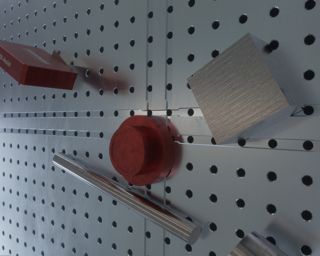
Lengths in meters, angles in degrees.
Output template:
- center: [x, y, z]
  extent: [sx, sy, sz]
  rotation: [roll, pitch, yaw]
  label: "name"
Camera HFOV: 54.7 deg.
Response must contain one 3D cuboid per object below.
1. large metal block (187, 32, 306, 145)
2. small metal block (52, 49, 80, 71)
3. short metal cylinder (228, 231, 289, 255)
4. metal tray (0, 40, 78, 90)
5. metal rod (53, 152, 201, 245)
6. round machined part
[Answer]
- center: [0.087, -0.037, 0.322]
  extent: [0.080, 0.050, 0.080]
  rotation: [-34, 69, 34]
  label: "large metal block"
- center: [-0.176, -0.104, 0.555]
  extent: [0.050, 0.025, 0.050]
  rotation: [46, 118, 30]
  label: "small metal block"
- center: [0.091, 0.148, 0.298]
  extent: [0.050, 0.081, 0.079]
  rotation: [34, 111, 35]
  label: "short metal cylinder"
- center: [-0.208, -0.104, 0.505]
  extent: [0.130, 0.091, 0.030]
  rotation: [34, 111, 34]
  label: "metal tray"
- center: [-0.070, 0.093, 0.466]
  extent: [0.300, 0.025, 0.025]
  rotation: [18, 102, 38]
  label: "metal rod"
- center: [-0.032, 0.031, 0.424]
  extent: [0.098, 0.042, 0.097]
  rotation: [0, 90, 40]
  label: "round machined part"
